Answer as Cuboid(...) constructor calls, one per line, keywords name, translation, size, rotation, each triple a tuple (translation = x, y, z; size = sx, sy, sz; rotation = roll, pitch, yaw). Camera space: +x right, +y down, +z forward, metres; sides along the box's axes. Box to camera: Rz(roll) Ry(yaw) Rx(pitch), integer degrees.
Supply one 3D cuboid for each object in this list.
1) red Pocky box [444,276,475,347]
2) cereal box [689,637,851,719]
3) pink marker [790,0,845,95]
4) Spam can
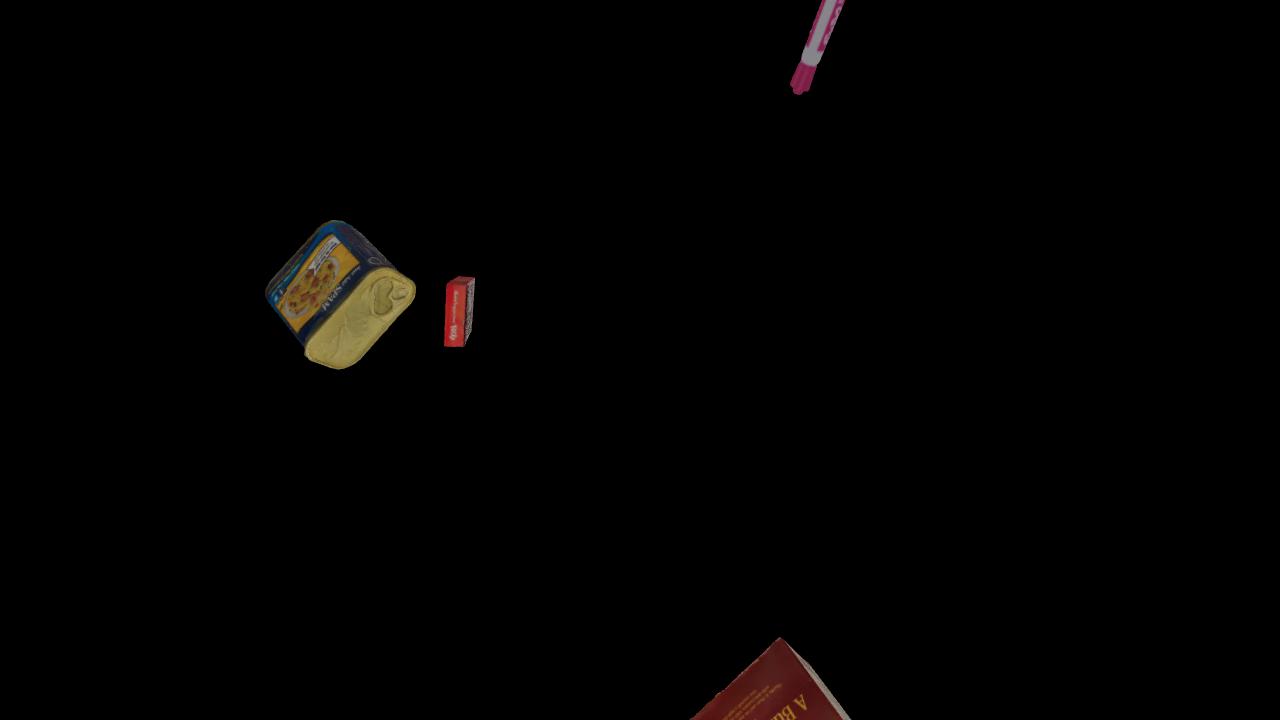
Cuboid(name="red Pocky box", translation=(-0.246, -0.070, 0.842), size=(0.028, 0.083, 0.155), rotation=(5, 10, -12))
Cuboid(name="cereal box", translation=(0.134, 0.412, 0.500), size=(0.203, 0.081, 0.306), rotation=(-42, 24, -2))
Cuboid(name="pink marker", translation=(0.156, -0.284, 0.521), size=(0.020, 0.020, 0.121), rotation=(0, -39, -14))
Cuboid(name="Spam can", translation=(-0.260, -0.058, 0.531), size=(0.085, 0.101, 0.058), rotation=(41, -2, 24))
